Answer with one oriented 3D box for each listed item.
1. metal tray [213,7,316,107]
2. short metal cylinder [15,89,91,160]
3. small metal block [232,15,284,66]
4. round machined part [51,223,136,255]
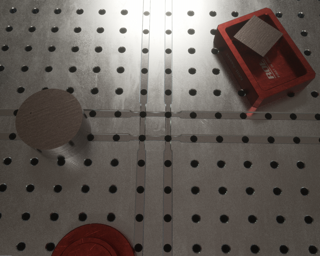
[{"bbox_3d":[0.148,-0.104,0.448,0.091,0.030,0.130,-22,72,-9],"label":"metal tray"},{"bbox_3d":[-0.134,-0.004,0.398,0.081,0.050,0.080,0,70,0],"label":"short metal cylinder"},{"bbox_3d":[0.138,-0.126,0.446,0.050,0.025,0.050,39,74,12],"label":"small metal block"},{"bbox_3d":[-0.076,0.157,0.344,0.099,0.042,0.098,0,70,-1],"label":"round machined part"}]
